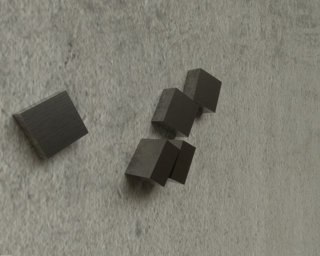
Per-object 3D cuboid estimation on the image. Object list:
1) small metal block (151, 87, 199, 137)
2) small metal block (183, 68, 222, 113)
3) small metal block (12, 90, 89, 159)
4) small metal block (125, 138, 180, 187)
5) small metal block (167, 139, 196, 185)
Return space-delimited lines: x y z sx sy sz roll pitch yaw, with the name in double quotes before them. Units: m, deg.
"small metal block" 0.022 -0.020 0.425 0.050 0.025 0.050 33 70 -36
"small metal block" 0.062 -0.054 0.459 0.050 0.025 0.050 24 75 -38
"small metal block" -0.109 -0.004 0.314 0.050 0.025 0.050 -37 113 -34
"small metal block" -0.010 0.041 0.382 0.025 0.050 0.050 38 67 -34
"small metal block" 0.013 0.043 0.402 0.025 0.050 0.050 31 71 -36
